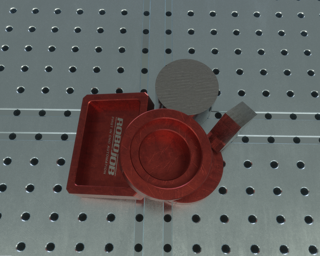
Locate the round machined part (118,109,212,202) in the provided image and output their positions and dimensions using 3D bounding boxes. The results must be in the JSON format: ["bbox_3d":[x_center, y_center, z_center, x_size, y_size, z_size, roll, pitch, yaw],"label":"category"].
[{"bbox_3d":[0.003,0.031,0.341,0.099,0.042,0.098,3,71,-10],"label":"round machined part"}]

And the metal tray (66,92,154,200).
[{"bbox_3d":[-0.059,0.021,0.389,0.090,0.030,0.130,-1,69,15],"label":"metal tray"}]

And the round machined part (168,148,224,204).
[{"bbox_3d":[0.030,0.044,0.386,0.099,0.042,0.098,0,70,-1],"label":"round machined part"}]

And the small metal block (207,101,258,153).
[{"bbox_3d":[0.089,-0.001,0.390,0.025,0.050,0.050,45,41,14],"label":"small metal block"}]

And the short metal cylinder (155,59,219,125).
[{"bbox_3d":[0.034,-0.045,0.415,0.081,0.050,0.080,0,70,0],"label":"short metal cylinder"}]
